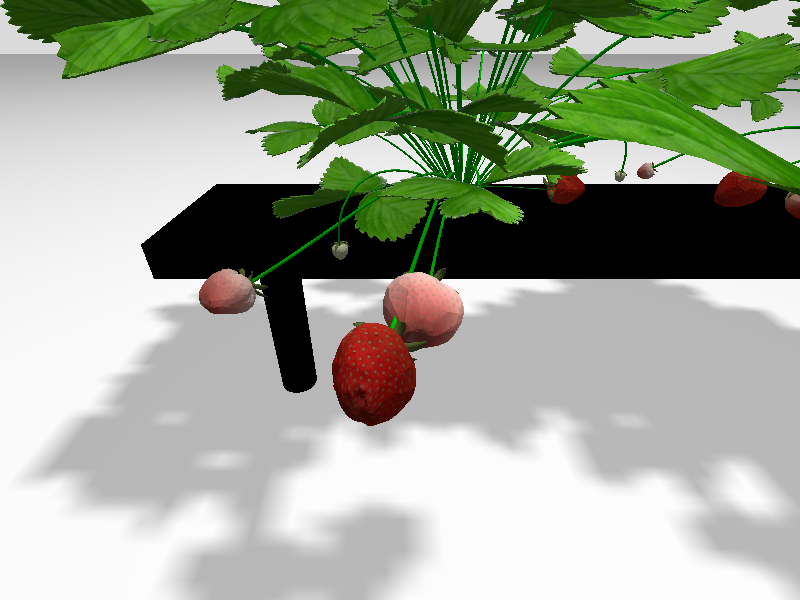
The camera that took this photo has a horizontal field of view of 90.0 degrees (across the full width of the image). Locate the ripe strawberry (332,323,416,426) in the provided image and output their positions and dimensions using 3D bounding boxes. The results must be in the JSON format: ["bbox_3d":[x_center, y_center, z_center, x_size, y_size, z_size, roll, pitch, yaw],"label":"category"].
[{"bbox_3d":[-0.011,0.030,0.154,0.033,0.038,0.036,9,35,13],"label":"ripe strawberry"}]

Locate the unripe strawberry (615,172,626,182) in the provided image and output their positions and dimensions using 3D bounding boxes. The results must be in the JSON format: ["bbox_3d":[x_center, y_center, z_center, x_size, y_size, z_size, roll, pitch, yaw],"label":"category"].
[{"bbox_3d":[0.228,-0.128,0.415,0.010,0.010,0.011,-12,35,-18],"label":"unripe strawberry"}]

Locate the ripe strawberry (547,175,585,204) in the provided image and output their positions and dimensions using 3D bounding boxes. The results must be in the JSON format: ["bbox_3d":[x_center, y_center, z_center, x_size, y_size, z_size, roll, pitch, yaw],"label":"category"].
[{"bbox_3d":[0.150,-0.101,0.361,0.030,0.029,0.033,-2,33,-4],"label":"ripe strawberry"}]

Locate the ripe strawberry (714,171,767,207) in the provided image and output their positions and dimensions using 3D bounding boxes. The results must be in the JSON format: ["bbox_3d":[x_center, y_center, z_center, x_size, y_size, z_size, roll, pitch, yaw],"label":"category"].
[{"bbox_3d":[0.300,-0.097,0.356,0.035,0.035,0.033,-30,28,18],"label":"ripe strawberry"}]

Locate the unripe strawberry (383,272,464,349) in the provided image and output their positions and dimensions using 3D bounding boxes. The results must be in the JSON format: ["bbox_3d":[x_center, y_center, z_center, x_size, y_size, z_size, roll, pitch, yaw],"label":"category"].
[{"bbox_3d":[0.010,0.006,0.192,0.040,0.034,0.040,7,35,11],"label":"unripe strawberry"}]

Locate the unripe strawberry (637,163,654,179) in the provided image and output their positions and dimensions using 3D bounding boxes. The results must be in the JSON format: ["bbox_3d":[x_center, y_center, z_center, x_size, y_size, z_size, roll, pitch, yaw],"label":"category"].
[{"bbox_3d":[0.263,-0.138,0.429,0.016,0.016,0.014,-20,22,32],"label":"unripe strawberry"}]

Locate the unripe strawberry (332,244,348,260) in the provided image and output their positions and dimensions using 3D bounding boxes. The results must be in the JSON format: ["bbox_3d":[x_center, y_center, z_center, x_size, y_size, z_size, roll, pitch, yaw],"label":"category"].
[{"bbox_3d":[-0.039,-0.032,0.264,0.011,0.011,0.011,25,41,32],"label":"unripe strawberry"}]

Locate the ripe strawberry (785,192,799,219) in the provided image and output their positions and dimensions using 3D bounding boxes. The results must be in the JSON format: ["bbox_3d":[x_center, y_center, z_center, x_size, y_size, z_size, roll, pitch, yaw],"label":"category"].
[{"bbox_3d":[0.343,-0.081,0.336,0.030,0.031,0.029,-32,25,24],"label":"ripe strawberry"}]

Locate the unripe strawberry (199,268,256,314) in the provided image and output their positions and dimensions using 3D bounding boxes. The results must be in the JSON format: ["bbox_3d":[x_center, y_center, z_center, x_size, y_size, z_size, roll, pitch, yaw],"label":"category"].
[{"bbox_3d":[-0.094,-0.003,0.215,0.028,0.026,0.026,26,42,33],"label":"unripe strawberry"}]
